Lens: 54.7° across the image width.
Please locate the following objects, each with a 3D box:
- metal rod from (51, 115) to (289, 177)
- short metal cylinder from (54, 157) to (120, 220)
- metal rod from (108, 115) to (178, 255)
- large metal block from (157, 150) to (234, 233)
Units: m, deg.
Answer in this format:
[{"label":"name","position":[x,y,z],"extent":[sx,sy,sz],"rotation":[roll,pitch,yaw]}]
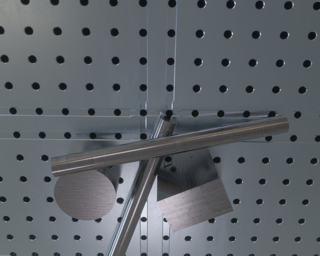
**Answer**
[{"label":"metal rod","position":[0.018,0.021,0.395],"extent":[0.302,0.025,0.025],"rotation":[-10,110,-7]},{"label":"short metal cylinder","position":[-0.098,0.079,0.428],"extent":[0.081,0.050,0.079],"rotation":[0,110,0]},{"label":"metal rod","position":[-0.039,0.121,0.457],"extent":[0.025,0.025,0.298],"rotation":[18,109,-7]},{"label":"large metal block","position":[0.043,0.082,0.415],"extent":[0.080,0.080,0.050],"rotation":[-22,109,8]}]
